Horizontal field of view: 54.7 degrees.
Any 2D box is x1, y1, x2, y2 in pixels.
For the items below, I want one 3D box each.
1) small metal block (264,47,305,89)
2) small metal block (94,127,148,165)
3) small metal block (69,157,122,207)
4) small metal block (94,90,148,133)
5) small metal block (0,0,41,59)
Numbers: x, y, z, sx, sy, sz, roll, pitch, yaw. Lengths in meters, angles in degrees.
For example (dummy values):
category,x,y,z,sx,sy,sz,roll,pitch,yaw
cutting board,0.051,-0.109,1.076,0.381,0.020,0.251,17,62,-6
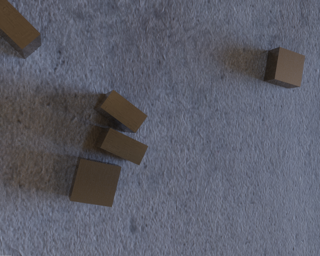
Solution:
category,x,y,z,sx,sy,sz,roll,pitch,yaw
small metal block,0.194,-0.093,0.483,0.050,0.025,0.050,12,86,-20
small metal block,-0.049,0.021,0.379,0.050,0.050,0.025,27,81,-18
small metal block,-0.080,0.066,0.380,0.050,0.025,0.050,15,85,-20
small metal block,-0.049,-0.019,0.378,0.050,0.050,0.025,38,78,-17
small metal block,-0.158,-0.107,0.337,0.050,0.050,0.025,46,76,-15
